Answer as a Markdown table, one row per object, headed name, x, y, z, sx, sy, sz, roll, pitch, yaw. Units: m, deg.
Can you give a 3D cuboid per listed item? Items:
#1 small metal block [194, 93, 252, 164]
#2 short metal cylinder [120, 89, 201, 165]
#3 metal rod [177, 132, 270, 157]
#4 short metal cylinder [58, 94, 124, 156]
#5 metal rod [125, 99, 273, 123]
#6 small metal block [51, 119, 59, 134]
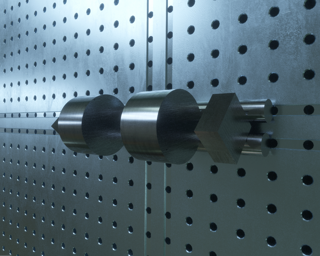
| name | x | y | z | sx | sy | sz | roll | pitch | yaw |
| --- | --- | --- | --- | --- | --- | --- | --- | --- | --- |
| small metal block | 0.065 | 0.001 | 0.310 | 0.025 | 0.050 | 0.050 | 1 | 50 | 40 |
| short metal cylinder | 0.003 | -0.002 | 0.342 | 0.050 | 0.081 | 0.079 | 1 | 91 | 40 |
| metal rod | -0.006 | 0.014 | 0.415 | 0.300 | 0.025 | 0.025 | 1 | 91 | 40 |
| short metal cylinder | -0.087 | -0.004 | 0.417 | 0.050 | 0.081 | 0.079 | 1 | 91 | 40 |
| metal rod | -0.004 | -0.020 | 0.413 | 0.300 | 0.025 | 0.025 | 1 | 91 | 40 |
| small metal block | -0.125 | -0.004 | 0.467 | 0.025 | 0.050 | 0.050 | 1 | 49 | 40 |
